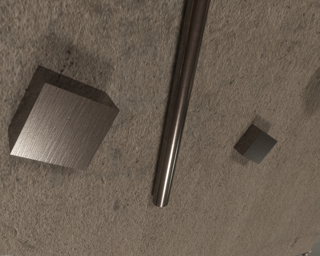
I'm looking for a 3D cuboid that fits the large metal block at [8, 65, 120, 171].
[{"bbox_3d":[-0.103,-0.008,0.330,0.080,0.050,0.080,21,107,-36],"label":"large metal block"}]

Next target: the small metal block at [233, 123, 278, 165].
[{"bbox_3d":[0.158,0.027,0.513,0.050,0.025,0.050,27,104,-38],"label":"small metal block"}]

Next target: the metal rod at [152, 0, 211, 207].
[{"bbox_3d":[0.022,-0.016,0.410,0.025,0.025,0.298,-5,121,-26],"label":"metal rod"}]
